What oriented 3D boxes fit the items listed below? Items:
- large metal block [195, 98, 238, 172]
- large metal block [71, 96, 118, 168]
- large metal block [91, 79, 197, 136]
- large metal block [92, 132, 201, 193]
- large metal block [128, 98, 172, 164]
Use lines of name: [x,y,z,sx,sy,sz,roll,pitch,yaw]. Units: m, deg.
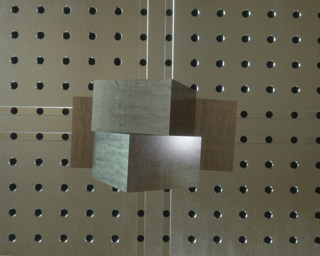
large metal block: [0.059,0.008,0.386,0.050,0.080,0.079,4,90,0]
large metal block: [-0.073,0.005,0.385,0.050,0.080,0.079,2,90,0]
large metal block: [-0.013,-0.019,0.322,0.080,0.080,0.050,3,90,22]
large metal block: [-0.016,0.031,0.319,0.081,0.080,0.050,3,90,-34]
large metal block: [-0.006,0.005,0.399,0.081,0.050,0.079,3,90,-1]
